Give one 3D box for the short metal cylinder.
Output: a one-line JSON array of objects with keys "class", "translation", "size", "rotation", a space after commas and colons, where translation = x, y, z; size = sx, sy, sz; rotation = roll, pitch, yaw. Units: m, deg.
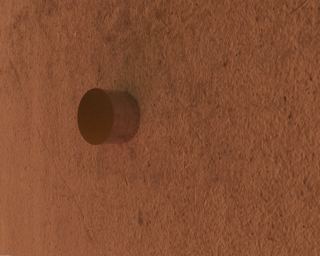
[{"class": "short metal cylinder", "translation": [-0.075, -0.016, 0.452], "size": [0.080, 0.050, 0.080], "rotation": [0, 90, 40]}]
